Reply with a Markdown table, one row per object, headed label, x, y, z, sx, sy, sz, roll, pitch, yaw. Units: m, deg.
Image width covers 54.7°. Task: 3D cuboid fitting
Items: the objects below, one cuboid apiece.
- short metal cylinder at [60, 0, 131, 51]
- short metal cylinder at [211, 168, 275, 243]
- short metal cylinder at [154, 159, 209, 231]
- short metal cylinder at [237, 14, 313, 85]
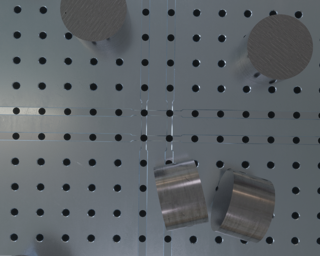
| label | x | y | z | sx | sy | sz | roll | pitch | yaw |
| --- | --- | --- | --- | --- | --- | --- | --- | --- | --- |
| short metal cylinder | -0.081 | -0.145 | 0.400 | 0.081 | 0.050 | 0.079 | 0 | 90 | 0 |
| short metal cylinder | 0.101 | 0.096 | 0.387 | 0.050 | 0.080 | 0.080 | 18 | 90 | 0 |
| short metal cylinder | 0.025 | 0.083 | 0.386 | 0.050 | 0.080 | 0.080 | -13 | 90 | 0 |
| short metal cylinder | 0.146 | -0.099 | 0.402 | 0.081 | 0.050 | 0.079 | 0 | 90 | 0 |
